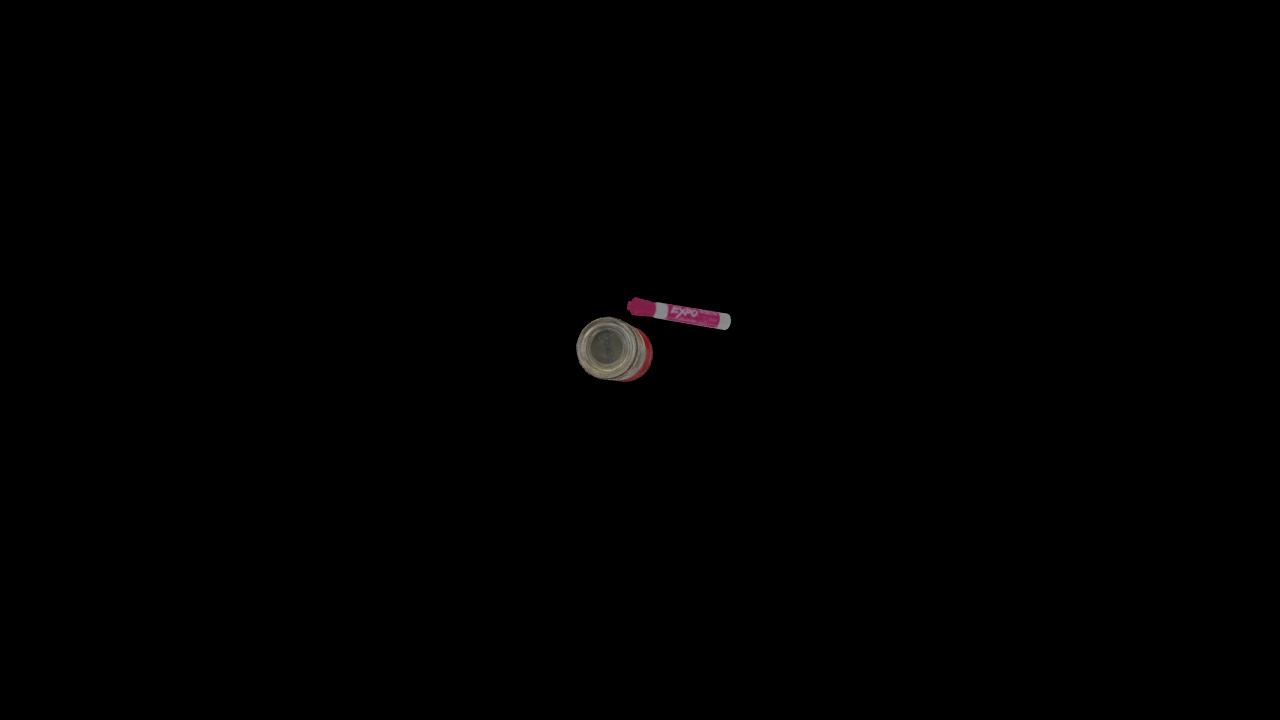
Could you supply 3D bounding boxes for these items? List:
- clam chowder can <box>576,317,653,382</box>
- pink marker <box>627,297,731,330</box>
[{"bbox_3d":[-0.026,-0.010,0.685,0.068,0.068,0.102,0,-2,10],"label":"clam chowder can"},{"bbox_3d":[0.042,-0.049,0.655,0.121,0.020,0.020,7,-3,-26],"label":"pink marker"}]
